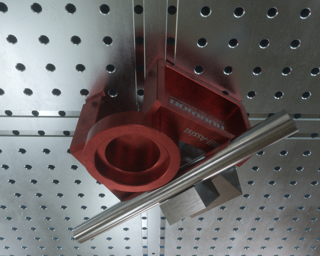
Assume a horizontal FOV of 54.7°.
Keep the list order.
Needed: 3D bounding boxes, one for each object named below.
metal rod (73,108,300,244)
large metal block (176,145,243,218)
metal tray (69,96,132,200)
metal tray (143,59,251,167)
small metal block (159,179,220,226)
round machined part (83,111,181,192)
[{"bbox_3d":[0.009,0.067,0.350,0.299,0.025,0.025,-33,123,24],"label":"metal rod"},{"bbox_3d":[0.058,0.064,0.427,0.080,0.080,0.050,-34,123,25],"label":"large metal block"},{"bbox_3d":[-0.054,0.034,0.396,0.030,0.090,0.130,-23,127,18],"label":"metal tray"},{"bbox_3d":[0.045,-0.018,0.353,0.131,0.090,0.030,25,127,-20],"label":"metal tray"},{"bbox_3d":[0.035,0.084,0.360,0.050,0.050,0.025,-35,78,25],"label":"small metal block"},{"bbox_3d":[-0.028,0.021,0.327,0.099,0.042,0.097,-1,130,0],"label":"round machined part"}]
